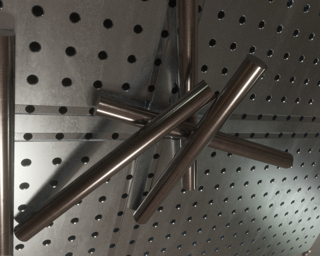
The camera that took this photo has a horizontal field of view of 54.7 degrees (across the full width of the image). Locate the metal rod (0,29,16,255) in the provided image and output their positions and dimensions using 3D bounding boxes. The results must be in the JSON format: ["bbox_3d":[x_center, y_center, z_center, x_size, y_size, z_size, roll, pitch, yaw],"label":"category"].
[{"bbox_3d":[-0.175,0.044,0.343,0.025,0.025,0.298,-1,119,-28],"label":"metal rod"}]

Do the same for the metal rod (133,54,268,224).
[{"bbox_3d":[0.034,0.036,0.398,0.025,0.025,0.298,6,133,-32],"label":"metal rod"}]

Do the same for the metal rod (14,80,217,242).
[{"bbox_3d":[-0.061,0.045,0.374,0.300,0.025,0.025,-38,130,10],"label":"metal rod"}]

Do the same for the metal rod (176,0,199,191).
[{"bbox_3d":[0.038,-0.033,0.413,0.025,0.025,0.298,-17,126,-19],"label":"metal rod"}]

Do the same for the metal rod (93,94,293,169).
[{"bbox_3d":[0.061,0.012,0.416,0.302,0.025,0.025,16,110,-23],"label":"metal rod"}]
